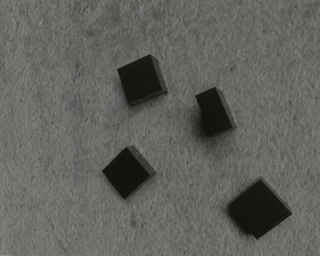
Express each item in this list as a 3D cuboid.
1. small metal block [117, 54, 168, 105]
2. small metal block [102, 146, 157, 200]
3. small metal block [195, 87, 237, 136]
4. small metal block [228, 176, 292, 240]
[{"bbox_3d":[-0.023,-0.064,0.416,0.050,0.025,0.050,-21,83,18],"label":"small metal block"},{"bbox_3d":[-0.042,0.060,0.423,0.050,0.025,0.050,-45,77,14],"label":"small metal block"},{"bbox_3d":[0.068,-0.019,0.371,0.025,0.050,0.050,-24,82,18],"label":"small metal block"},{"bbox_3d":[0.118,0.094,0.367,0.050,0.025,0.050,-44,77,14],"label":"small metal block"}]
